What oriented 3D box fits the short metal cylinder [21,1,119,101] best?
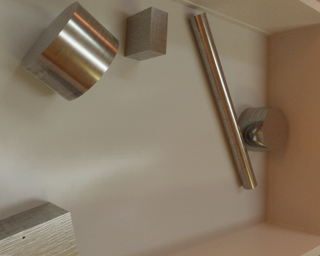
[{"bbox_3d":[-0.086,-0.073,0.299,0.050,0.080,0.080,41,65,-33],"label":"short metal cylinder"}]

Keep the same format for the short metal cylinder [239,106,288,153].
[{"bbox_3d":[0.181,0.003,0.545,0.081,0.050,0.079,0,90,-40],"label":"short metal cylinder"}]

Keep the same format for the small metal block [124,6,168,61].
[{"bbox_3d":[-0.017,-0.113,0.377,0.025,0.050,0.050,5,87,-40],"label":"small metal block"}]

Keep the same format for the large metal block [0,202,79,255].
[{"bbox_3d":[-0.124,0.125,0.288,0.081,0.050,0.079,-15,100,-39],"label":"large metal block"}]

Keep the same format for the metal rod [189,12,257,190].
[{"bbox_3d":[0.106,-0.032,0.498,0.025,0.025,0.298,-34,111,-35],"label":"metal rod"}]
